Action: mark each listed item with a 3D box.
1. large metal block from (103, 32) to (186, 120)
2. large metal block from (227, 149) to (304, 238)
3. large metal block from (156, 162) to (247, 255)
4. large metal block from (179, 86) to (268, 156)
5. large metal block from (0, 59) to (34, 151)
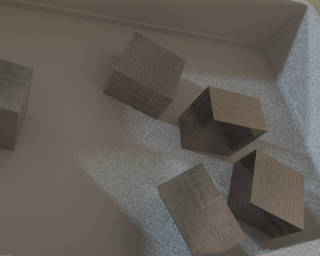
[{"bbox_3d":[-0.019,-0.071,0.422,0.080,0.050,0.080,27,52,-11],"label":"large metal block"},{"bbox_3d":[0.141,0.087,0.412,0.080,0.050,0.080,29,52,-10],"label":"large metal block"},{"bbox_3d":[0.039,0.090,0.326,0.050,0.080,0.080,-28,74,-6],"label":"large metal block"},{"bbox_3d":[0.081,-0.006,0.417,0.081,0.080,0.050,11,57,-23],"label":"large metal block"},{"bbox_3d":[-0.172,-0.025,0.293,0.081,0.080,0.050,15,56,-20],"label":"large metal block"}]
